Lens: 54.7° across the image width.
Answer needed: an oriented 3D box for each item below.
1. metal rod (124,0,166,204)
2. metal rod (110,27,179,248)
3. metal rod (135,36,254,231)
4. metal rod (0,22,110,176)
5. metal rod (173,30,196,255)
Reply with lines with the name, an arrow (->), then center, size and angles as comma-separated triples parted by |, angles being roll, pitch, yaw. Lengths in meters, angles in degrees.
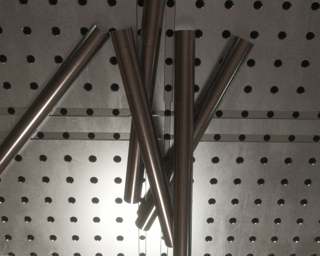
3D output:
metal rod -> -0.021, -0.035, 0.400 | 0.025, 0.025, 0.298 | 7, 110, -3
metal rod -> -0.012, 0.027, 0.395 | 0.025, 0.025, 0.298 | -12, 110, 4
metal rod -> 0.038, 0.020, 0.421 | 0.025, 0.025, 0.298 | 24, 108, -9
metal rod -> -0.167, -0.011, 0.406 | 0.025, 0.025, 0.299 | 39, 105, -14
metal rod -> 0.030, 0.031, 0.397 | 0.025, 0.025, 0.298 | 0, 100, -1
